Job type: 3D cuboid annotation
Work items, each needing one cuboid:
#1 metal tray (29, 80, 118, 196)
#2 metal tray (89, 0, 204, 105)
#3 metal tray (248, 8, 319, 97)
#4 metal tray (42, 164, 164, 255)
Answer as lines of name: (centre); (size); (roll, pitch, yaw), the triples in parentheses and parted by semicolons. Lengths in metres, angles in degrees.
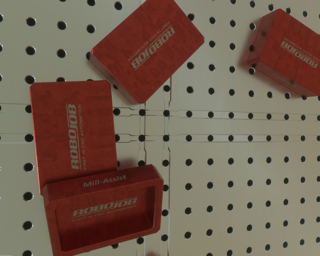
metal tray: (-0.102, 0.010, 0.373); (0.091, 0.030, 0.129); (-5, 92, -20)
metal tray: (-0.015, -0.105, 0.405); (0.090, 0.030, 0.130); (47, 75, -14)
metal tray: (0.211, -0.115, 0.490); (0.131, 0.030, 0.090); (24, 82, -19)
metal tray: (-0.063, 0.098, 0.366); (0.131, 0.030, 0.089); (-9, 122, -20)
